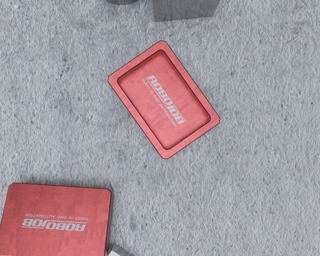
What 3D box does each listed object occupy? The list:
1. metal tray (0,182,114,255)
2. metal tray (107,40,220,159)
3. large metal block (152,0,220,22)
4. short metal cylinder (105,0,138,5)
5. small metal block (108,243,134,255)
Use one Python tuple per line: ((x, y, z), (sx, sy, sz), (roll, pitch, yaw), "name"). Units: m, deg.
((-0.129, 0.120, 0.394), (0.131, 0.030, 0.090), (4, 73, 0), "metal tray")
((0.005, -0.036, 0.407), (0.090, 0.030, 0.130), (-35, 90, 0), "metal tray")
((0.029, -0.173, 0.383), (0.080, 0.080, 0.050), (-6, 90, 0), "large metal block")
((-0.052, -0.207, 0.397), (0.081, 0.050, 0.080), (0, 90, 0), "short metal cylinder")
((-0.055, 0.191, 0.410), (0.050, 0.025, 0.050), (34, 90, 0), "small metal block")
